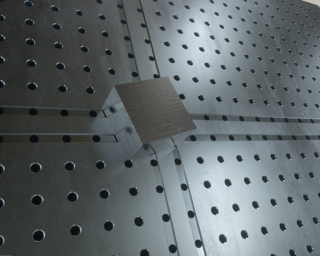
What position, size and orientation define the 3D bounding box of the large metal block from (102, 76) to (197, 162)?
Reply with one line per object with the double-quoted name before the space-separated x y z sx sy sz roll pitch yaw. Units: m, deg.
"large metal block" -0.014 -0.013 0.392 0.081 0.050 0.080 -16 70 -34
